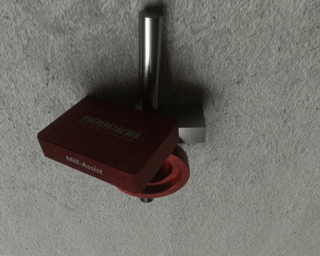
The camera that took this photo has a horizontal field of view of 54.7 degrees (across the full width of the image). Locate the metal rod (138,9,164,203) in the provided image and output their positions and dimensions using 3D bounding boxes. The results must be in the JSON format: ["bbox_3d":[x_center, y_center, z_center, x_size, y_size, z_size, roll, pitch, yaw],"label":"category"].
[{"bbox_3d":[-0.015,-0.002,0.407,0.025,0.025,0.298,2,130,-2],"label":"metal rod"}]

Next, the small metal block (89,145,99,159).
[{"bbox_3d":[-0.073,0.016,0.405,0.050,0.050,0.025,-15,129,12],"label":"small metal block"}]

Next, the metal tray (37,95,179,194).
[{"bbox_3d":[-0.056,0.012,0.345,0.130,0.090,0.030,17,133,24],"label":"metal tray"}]

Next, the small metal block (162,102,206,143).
[{"bbox_3d":[0.029,-0.007,0.387,0.050,0.050,0.025,-1,130,0],"label":"small metal block"}]

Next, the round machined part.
[{"bbox_3d":[-0.013,0.046,0.400,0.099,0.042,0.097,-2,134,-2],"label":"round machined part"}]
